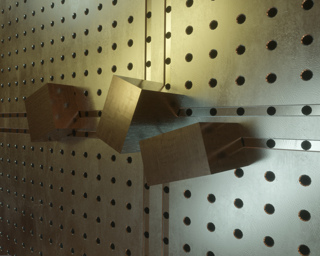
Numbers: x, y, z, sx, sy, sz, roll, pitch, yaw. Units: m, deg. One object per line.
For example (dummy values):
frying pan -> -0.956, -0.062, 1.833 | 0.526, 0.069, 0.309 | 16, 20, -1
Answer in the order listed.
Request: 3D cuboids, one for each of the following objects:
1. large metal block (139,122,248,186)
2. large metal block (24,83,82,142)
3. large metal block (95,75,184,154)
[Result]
large metal block -> 0.037, 0.028, 0.341 | 0.080, 0.081, 0.050 | -19, 78, 38
large metal block -> -0.190, -0.025, 0.547 | 0.080, 0.050, 0.080 | -23, 76, 37
large metal block -> -0.025, -0.017, 0.392 | 0.050, 0.081, 0.079 | 31, 109, 35
